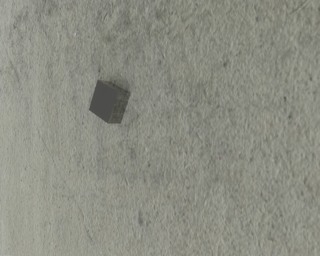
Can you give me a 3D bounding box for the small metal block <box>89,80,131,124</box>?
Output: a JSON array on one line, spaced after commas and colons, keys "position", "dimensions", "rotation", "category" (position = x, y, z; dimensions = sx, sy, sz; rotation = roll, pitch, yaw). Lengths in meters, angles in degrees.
[{"position": [-0.077, -0.040, 0.470], "dimensions": [0.050, 0.025, 0.050], "rotation": [32, 110, 35], "category": "small metal block"}]
